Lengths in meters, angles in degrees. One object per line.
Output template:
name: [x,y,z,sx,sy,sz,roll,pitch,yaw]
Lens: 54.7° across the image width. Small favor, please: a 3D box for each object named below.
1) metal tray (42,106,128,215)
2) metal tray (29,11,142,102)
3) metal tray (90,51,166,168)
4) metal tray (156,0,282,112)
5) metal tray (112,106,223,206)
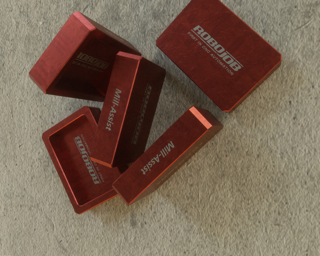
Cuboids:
metal tray: [-0.103,0.045,0.442,0.090,0.030,0.130,-30,81,17]
metal tray: [-0.084,-0.079,0.383,0.030,0.130,0.090,45,104,14]
metal tray: [-0.036,-0.021,0.387,0.030,0.090,0.129,17,96,19]
metal tray: [0.070,-0.094,0.382,0.090,0.030,0.130,-46,76,14]
metal tray: [0.013,0.032,0.370,0.130,0.090,0.030,-45,76,14]
